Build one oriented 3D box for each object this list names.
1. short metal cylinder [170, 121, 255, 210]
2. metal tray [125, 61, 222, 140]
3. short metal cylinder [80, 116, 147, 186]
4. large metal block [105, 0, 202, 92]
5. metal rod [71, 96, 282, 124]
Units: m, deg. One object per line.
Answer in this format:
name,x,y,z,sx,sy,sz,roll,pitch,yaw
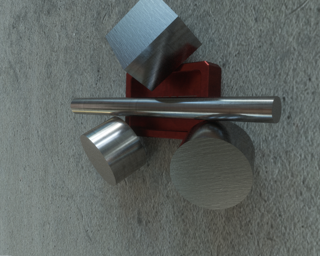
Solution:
short metal cylinder,0.056,0.037,0.323,0.080,0.050,0.079,7,114,16
metal tray,0.012,-0.032,0.394,0.130,0.030,0.089,3,92,40
short metal cylinder,-0.063,0.031,0.418,0.080,0.050,0.080,40,150,30
large metal block,-0.010,-0.105,0.370,0.080,0.050,0.080,-42,47,14
metal rod,-0.010,-0.025,0.375,0.300,0.025,0.025,4,93,39
